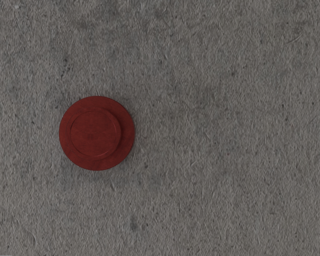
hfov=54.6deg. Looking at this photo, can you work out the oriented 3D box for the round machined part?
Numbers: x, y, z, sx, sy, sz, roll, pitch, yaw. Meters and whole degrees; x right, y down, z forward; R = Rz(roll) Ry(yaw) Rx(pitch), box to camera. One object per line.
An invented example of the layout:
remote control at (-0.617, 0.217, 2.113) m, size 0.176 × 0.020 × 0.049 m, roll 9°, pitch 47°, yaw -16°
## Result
round machined part at (-0.082, 0.007, 0.401) m, size 0.099 × 0.042 × 0.097 m, roll 0°, pitch 90°, yaw 0°
